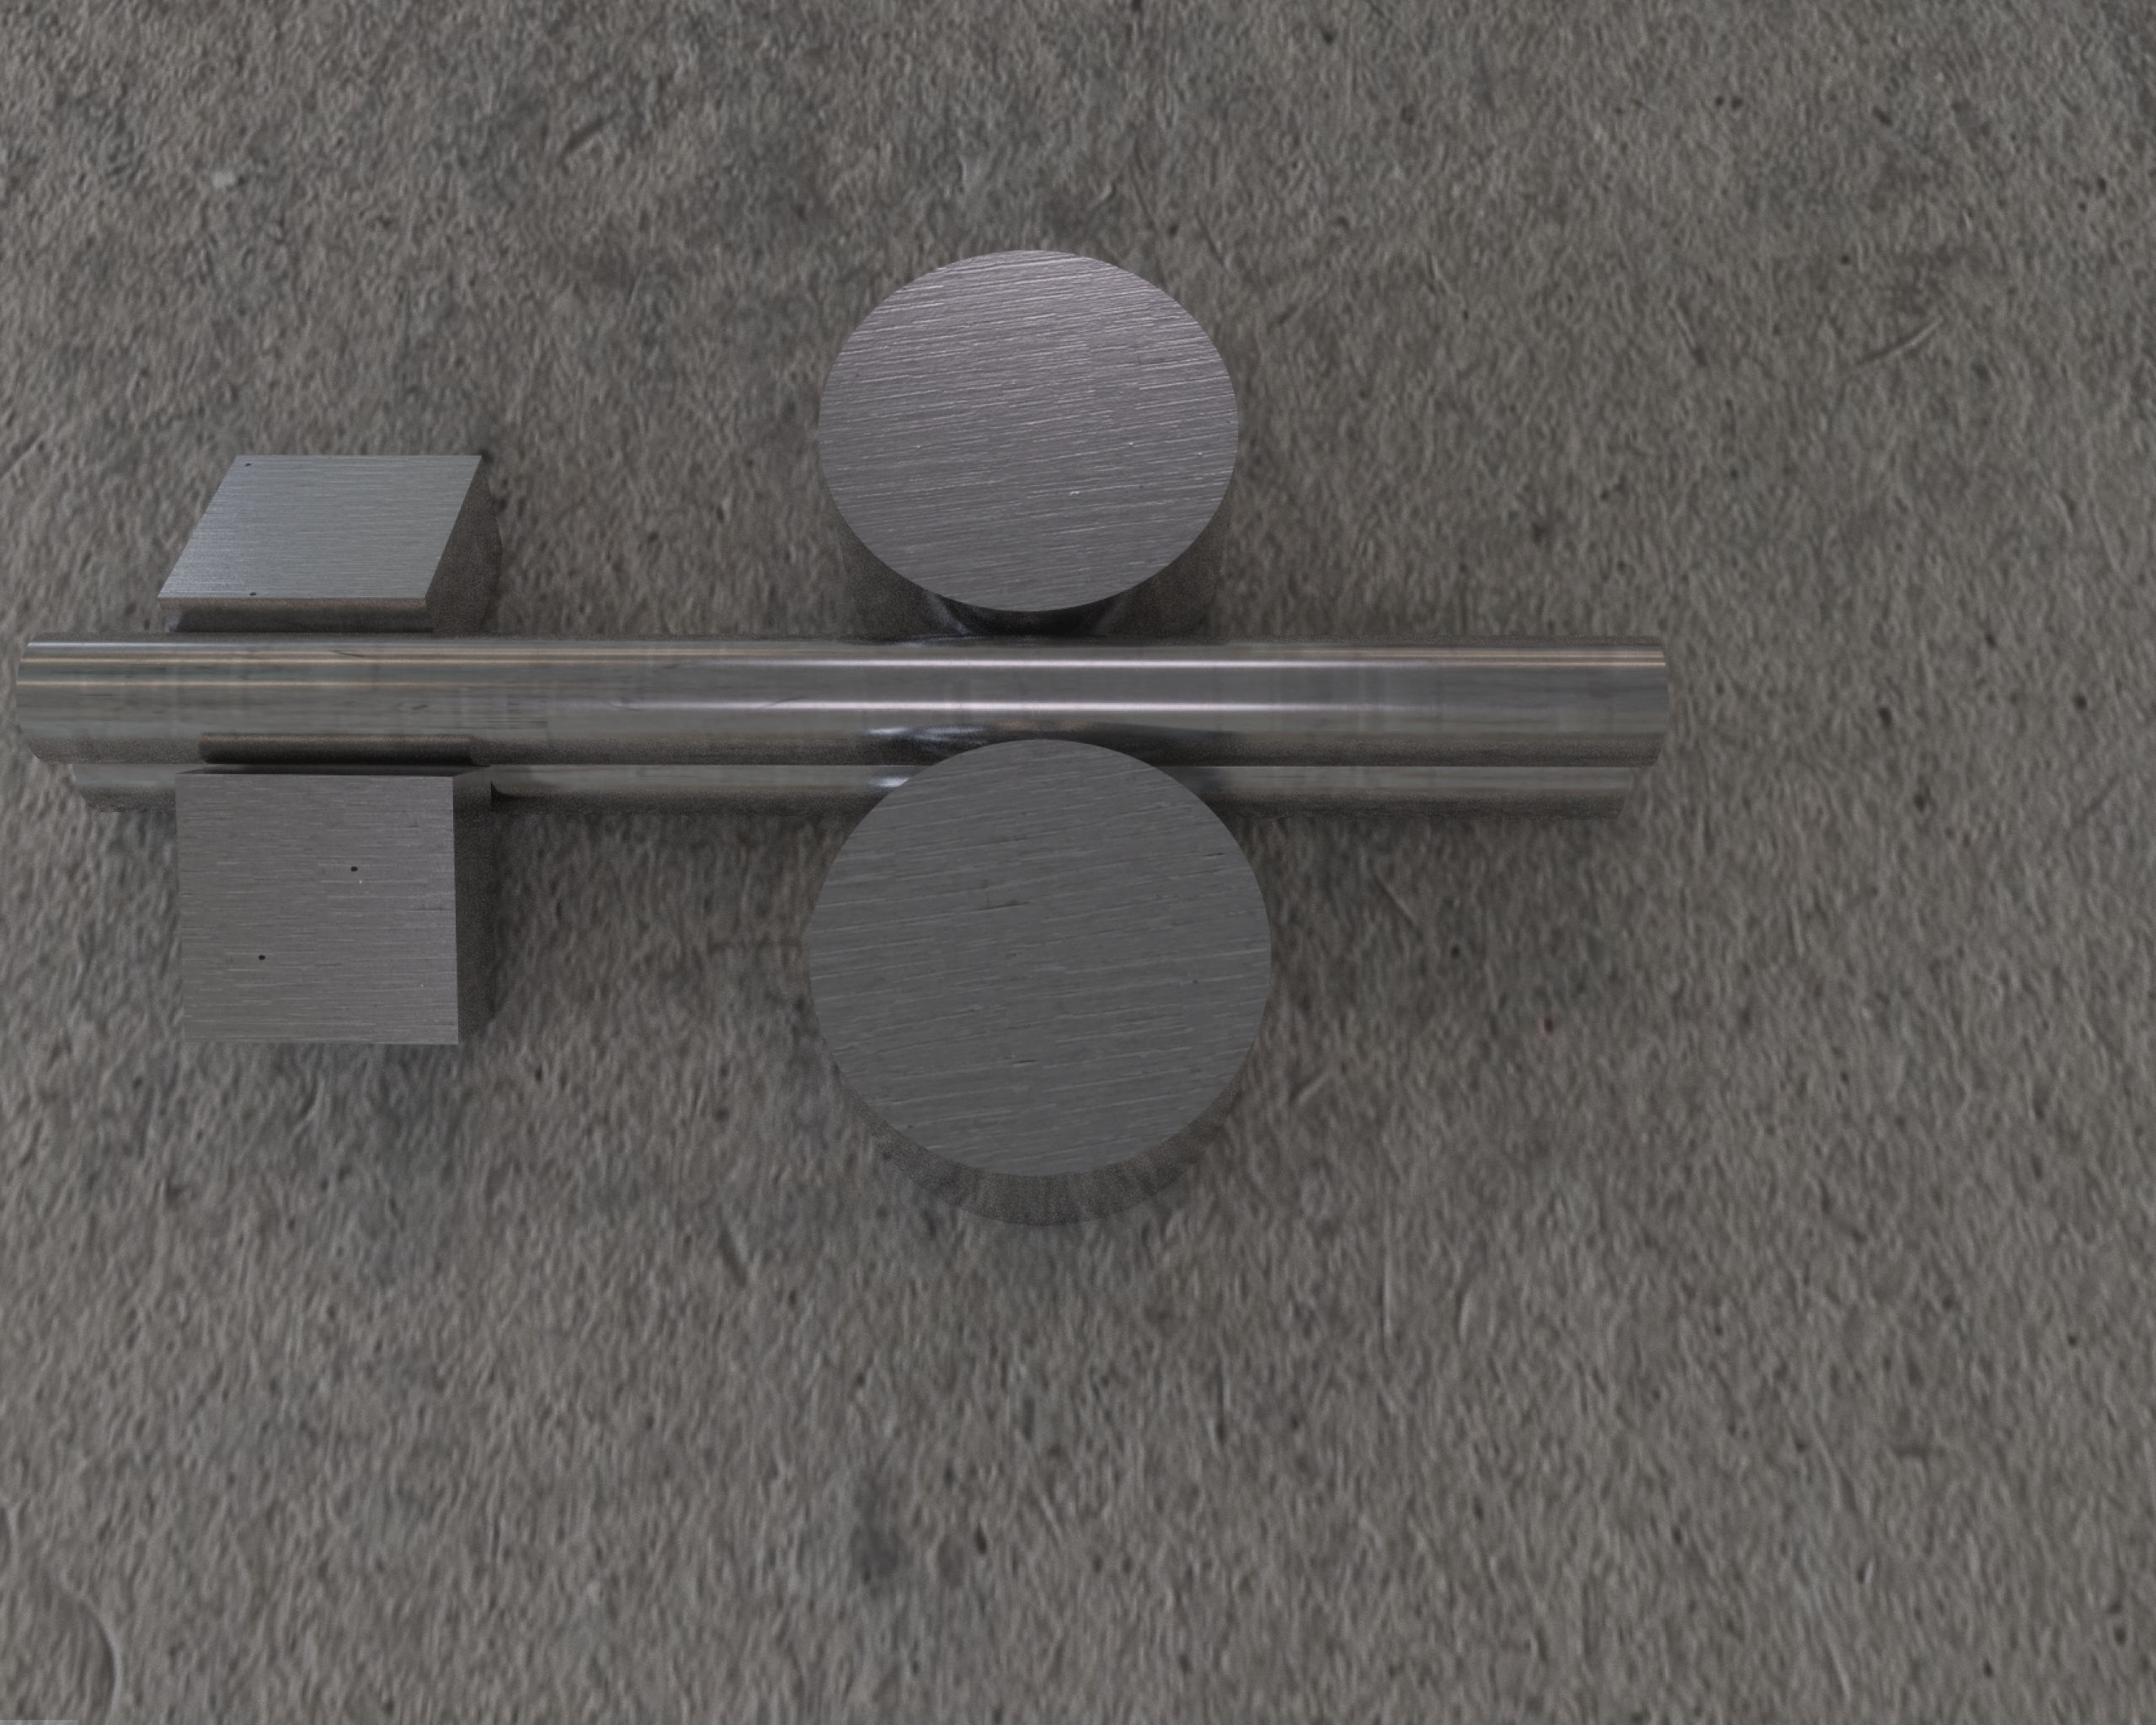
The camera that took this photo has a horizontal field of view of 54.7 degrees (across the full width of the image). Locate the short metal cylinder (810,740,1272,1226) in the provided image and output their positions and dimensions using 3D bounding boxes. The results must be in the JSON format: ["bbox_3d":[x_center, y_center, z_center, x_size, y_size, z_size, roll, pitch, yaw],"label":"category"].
[{"bbox_3d":[-0.006,0.024,0.387,0.081,0.050,0.080,0,70,0],"label":"short metal cylinder"}]

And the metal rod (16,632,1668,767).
[{"bbox_3d":[-0.043,-0.031,0.394,0.302,0.025,0.025,0,70,0],"label":"metal rod"}]

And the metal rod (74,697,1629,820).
[{"bbox_3d":[-0.044,-0.022,0.417,0.302,0.025,0.025,0,70,0],"label":"metal rod"}]

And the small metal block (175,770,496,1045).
[{"bbox_3d":[-0.139,0.007,0.395,0.050,0.025,0.050,1,97,-1],"label":"small metal block"}]

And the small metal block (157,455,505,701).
[{"bbox_3d":[-0.148,-0.058,0.419,0.050,0.025,0.050,0,43,0],"label":"small metal block"}]

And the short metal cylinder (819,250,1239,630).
[{"bbox_3d":[-0.009,-0.076,0.423,0.081,0.050,0.080,0,70,0],"label":"short metal cylinder"}]
